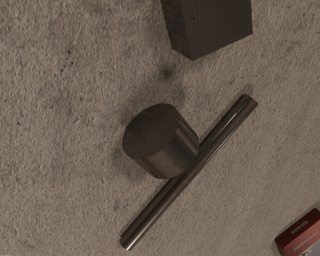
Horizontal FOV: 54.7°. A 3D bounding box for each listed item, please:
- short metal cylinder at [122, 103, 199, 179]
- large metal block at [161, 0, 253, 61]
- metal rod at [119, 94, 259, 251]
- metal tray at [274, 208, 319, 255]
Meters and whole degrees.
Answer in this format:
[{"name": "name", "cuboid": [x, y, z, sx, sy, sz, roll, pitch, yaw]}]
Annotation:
[{"name": "short metal cylinder", "cuboid": [0.001, 0.016, 0.383, 0.080, 0.080, 0.050, -42, 130, 0]}, {"name": "large metal block", "cuboid": [0.050, -0.132, 0.338, 0.080, 0.050, 0.080, -27, 128, -12]}, {"name": "metal rod", "cuboid": [0.040, 0.071, 0.475, 0.025, 0.025, 0.299, 34, 99, -39]}, {"name": "metal tray", "cuboid": [0.350, 0.266, 0.764, 0.130, 0.030, 0.090, -35, 129, -6]}]
